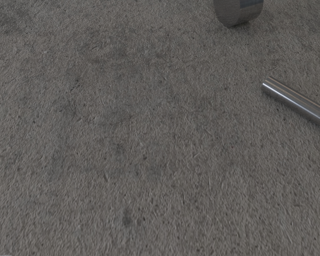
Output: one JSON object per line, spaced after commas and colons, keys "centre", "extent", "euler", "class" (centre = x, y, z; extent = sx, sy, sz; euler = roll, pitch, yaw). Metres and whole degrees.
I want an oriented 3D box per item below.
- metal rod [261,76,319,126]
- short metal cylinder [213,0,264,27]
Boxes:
{"centre": [0.259, 0.019, 0.389], "extent": [0.025, 0.025, 0.300], "euler": [-35, 58, -26], "class": "metal rod"}
{"centre": [0.141, -0.231, 0.562], "extent": [0.050, 0.080, 0.080], "euler": [-21, 53, -17], "class": "short metal cylinder"}
